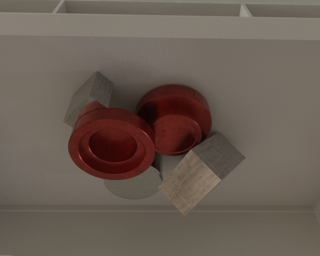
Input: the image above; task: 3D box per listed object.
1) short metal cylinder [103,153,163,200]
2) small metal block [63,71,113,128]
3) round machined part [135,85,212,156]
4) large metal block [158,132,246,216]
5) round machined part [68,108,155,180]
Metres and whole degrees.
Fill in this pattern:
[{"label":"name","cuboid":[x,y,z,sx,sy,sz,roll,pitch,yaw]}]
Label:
[{"label":"short metal cylinder","cuboid":[-0.036,0.057,0.438,0.081,0.050,0.079,0,130,0]},{"label":"small metal block","cuboid":[-0.083,-0.030,0.363,0.025,0.050,0.050,37,121,-27]},{"label":"round machined part","cuboid":[0.017,-0.002,0.392,0.099,0.042,0.097,-1,130,0]},{"label":"large metal block","cuboid":[0.057,0.060,0.414,0.050,0.081,0.080,46,125,15]},{"label":"round machined part","cuboid":[-0.055,0.015,0.369,0.099,0.042,0.097,-1,130,0]}]
